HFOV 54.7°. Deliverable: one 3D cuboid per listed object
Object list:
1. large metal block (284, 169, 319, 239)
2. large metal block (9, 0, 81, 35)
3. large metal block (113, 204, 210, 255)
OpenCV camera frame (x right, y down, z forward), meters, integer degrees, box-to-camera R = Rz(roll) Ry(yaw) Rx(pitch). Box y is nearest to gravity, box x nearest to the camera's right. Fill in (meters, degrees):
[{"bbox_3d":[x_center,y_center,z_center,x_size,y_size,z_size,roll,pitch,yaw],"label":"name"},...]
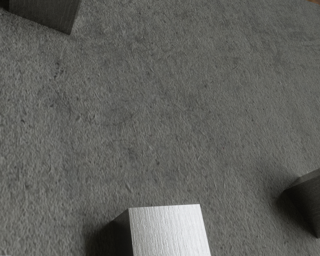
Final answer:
[{"bbox_3d":[0.241,0.100,0.437,0.050,0.080,0.080,-23,74,-36],"label":"large metal block"},{"bbox_3d":[-0.143,-0.180,0.401,0.081,0.080,0.050,18,55,-18],"label":"large metal block"},{"bbox_3d":[0.002,0.125,0.312,0.081,0.050,0.080,4,60,-26],"label":"large metal block"}]
